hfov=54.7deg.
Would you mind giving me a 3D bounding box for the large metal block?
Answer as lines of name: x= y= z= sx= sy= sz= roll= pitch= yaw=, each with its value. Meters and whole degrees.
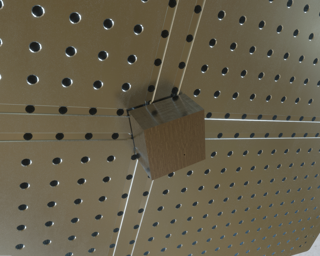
large metal block: x=0.011 y=0.011 z=0.406 sx=0.081 sy=0.050 sz=0.079 roll=-19 pitch=126 yaw=-18
